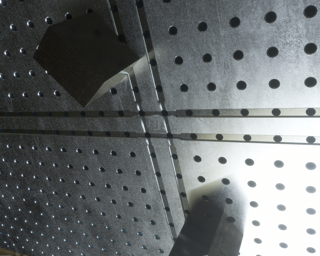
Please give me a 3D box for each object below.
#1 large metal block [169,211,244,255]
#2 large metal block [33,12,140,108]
[{"bbox_3d":[0.065,0.177,0.450,0.080,0.080,0.050,-32,101,38],"label":"large metal block"},{"bbox_3d":[-0.084,-0.083,0.367,0.080,0.080,0.050,45,129,-4],"label":"large metal block"}]
